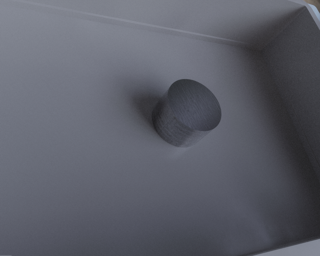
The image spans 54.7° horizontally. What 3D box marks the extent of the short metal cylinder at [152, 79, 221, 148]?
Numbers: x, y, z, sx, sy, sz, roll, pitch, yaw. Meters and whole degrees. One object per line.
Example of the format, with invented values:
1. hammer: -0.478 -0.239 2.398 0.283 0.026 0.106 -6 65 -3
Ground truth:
1. short metal cylinder: 0.036 -0.020 0.423 0.081 0.050 0.080 14 56 -21
